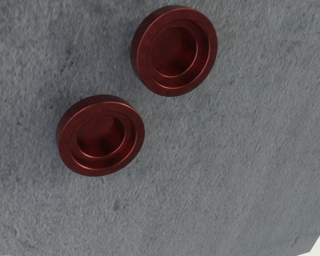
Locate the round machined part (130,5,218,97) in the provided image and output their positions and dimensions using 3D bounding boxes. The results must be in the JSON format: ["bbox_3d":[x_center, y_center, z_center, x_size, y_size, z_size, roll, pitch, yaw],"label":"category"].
[{"bbox_3d":[0.012,-0.088,0.350,0.099,0.042,0.097,-14,125,-21],"label":"round machined part"}]

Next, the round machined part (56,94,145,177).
[{"bbox_3d":[-0.071,0.005,0.362,0.099,0.042,0.097,-14,125,-21],"label":"round machined part"}]
